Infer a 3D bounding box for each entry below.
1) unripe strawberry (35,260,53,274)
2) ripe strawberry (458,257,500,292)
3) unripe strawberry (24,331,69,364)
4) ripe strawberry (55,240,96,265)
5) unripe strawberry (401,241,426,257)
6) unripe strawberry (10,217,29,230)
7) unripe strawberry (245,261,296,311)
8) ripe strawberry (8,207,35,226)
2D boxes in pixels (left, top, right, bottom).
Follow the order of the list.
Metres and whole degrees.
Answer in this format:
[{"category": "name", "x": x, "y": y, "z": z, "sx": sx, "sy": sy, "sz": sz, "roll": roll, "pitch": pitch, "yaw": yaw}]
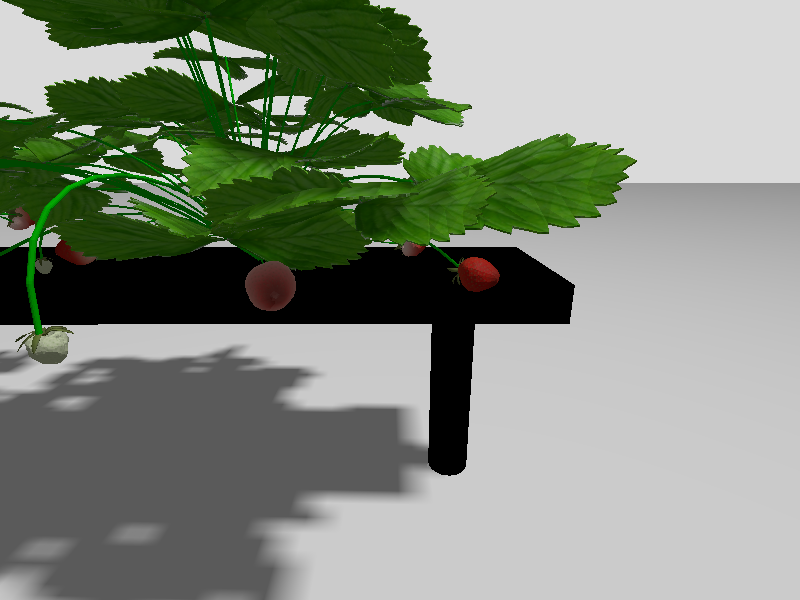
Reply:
[{"category": "unripe strawberry", "x": -0.259, "y": -0.024, "z": 0.291, "sx": 0.010, "sy": 0.011, "sz": 0.011, "roll": -9, "pitch": 20, "yaw": -25}, {"category": "ripe strawberry", "x": 0.051, "y": -0.016, "z": 0.257, "sx": 0.026, "sy": 0.022, "sz": 0.026, "roll": 15, "pitch": 23, "yaw": 26}, {"category": "unripe strawberry", "x": -0.135, "y": 0.019, "z": 0.154, "sx": 0.014, "sy": 0.013, "sz": 0.013, "roll": 1, "pitch": 18, "yaw": 3}, {"category": "ripe strawberry", "x": -0.272, "y": -0.043, "z": 0.336, "sx": 0.029, "sy": 0.028, "sz": 0.026, "roll": -4, "pitch": 18, "yaw": -6}, {"category": "unripe strawberry", "x": 0.013, "y": -0.052, "z": 0.365, "sx": 0.024, "sy": 0.025, "sz": 0.022, "roll": -1, "pitch": 18, "yaw": -5}, {"category": "unripe strawberry", "x": -0.498, "y": -0.100, "z": 0.525, "sx": 0.020, "sy": 0.018, "sz": 0.018, "roll": 7, "pitch": -6, "yaw": 22}, {"category": "unripe strawberry", "x": -0.071, "y": -0.007, "z": 0.223, "sx": 0.027, "sy": 0.029, "sz": 0.030, "roll": -7, "pitch": 20, "yaw": -21}, {"category": "ripe strawberry", "x": -0.529, "y": -0.124, "z": 0.570, "sx": 0.039, "sy": 0.035, "sz": 0.036, "roll": 3, "pitch": 18, "yaw": 11}]
